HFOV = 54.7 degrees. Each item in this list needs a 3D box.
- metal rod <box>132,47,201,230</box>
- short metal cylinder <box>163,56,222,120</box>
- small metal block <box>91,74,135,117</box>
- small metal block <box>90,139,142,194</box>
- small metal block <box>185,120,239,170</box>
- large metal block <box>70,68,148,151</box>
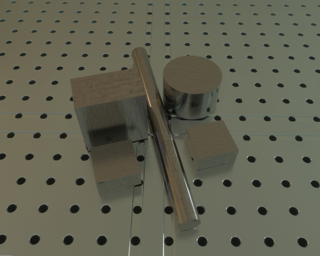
[{"bbox_3d":[-0.002,-0.011,0.416,0.025,0.025,0.300,-9,51,-8],"label":"metal rod"},{"bbox_3d":[0.044,-0.058,0.440,0.081,0.050,0.080,0,50,0],"label":"short metal cylinder"},{"bbox_3d":[-0.068,-0.048,0.447,0.050,0.025,0.050,-13,51,-12],"label":"small metal block"},{"bbox_3d":[-0.053,0.045,0.369,0.050,0.025,0.050,-12,51,-10],"label":"small metal block"},{"bbox_3d":[0.064,0.021,0.391,0.050,0.025,0.050,-11,51,-10],"label":"small metal block"},{"bbox_3d":[-0.061,-0.022,0.388,0.081,0.080,0.050,-12,51,-10],"label":"large metal block"}]
